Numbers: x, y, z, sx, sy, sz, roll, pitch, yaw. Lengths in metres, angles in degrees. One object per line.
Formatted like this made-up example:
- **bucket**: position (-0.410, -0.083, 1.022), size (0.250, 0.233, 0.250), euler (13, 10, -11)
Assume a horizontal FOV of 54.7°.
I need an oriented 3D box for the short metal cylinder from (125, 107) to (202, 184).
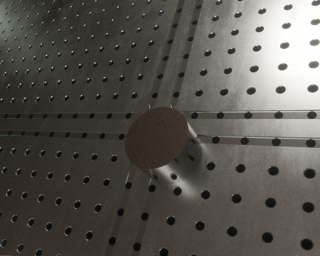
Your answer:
- **short metal cylinder**: position (0.005, 0.022, 0.375), size (0.080, 0.050, 0.080), euler (-13, 56, 20)
